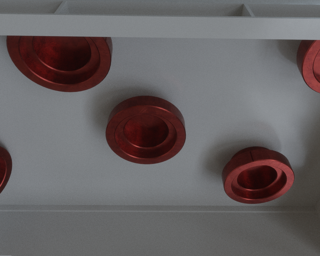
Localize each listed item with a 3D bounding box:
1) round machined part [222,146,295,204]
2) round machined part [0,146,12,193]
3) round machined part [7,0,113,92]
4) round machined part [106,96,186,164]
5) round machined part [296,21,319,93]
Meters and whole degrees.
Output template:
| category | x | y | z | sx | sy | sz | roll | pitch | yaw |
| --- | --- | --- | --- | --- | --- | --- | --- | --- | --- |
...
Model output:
| category | x | y | z | sx | sy | sz | roll | pitch | yaw |
| --- | --- | --- | --- | --- | --- | --- | --- | --- | --- |
| round machined part | 0.140 | 0.065 | 0.454 | 0.099 | 0.042 | 0.097 | 0 | 130 | 0 |
| round machined part | -0.255 | 0.062 | 0.419 | 0.042 | 0.098 | 0.097 | 21 | 132 | 17 |
| round machined part | -0.098 | -0.086 | 0.317 | 0.099 | 0.042 | 0.097 | -1 | 139 | -1 |
| round machined part | -0.017 | -0.002 | 0.396 | 0.099 | 0.042 | 0.097 | 0 | 130 | 0 |
| round machined part | 0.194 | -0.084 | 0.323 | 0.099 | 0.042 | 0.097 | 1 | 136 | 1 |
